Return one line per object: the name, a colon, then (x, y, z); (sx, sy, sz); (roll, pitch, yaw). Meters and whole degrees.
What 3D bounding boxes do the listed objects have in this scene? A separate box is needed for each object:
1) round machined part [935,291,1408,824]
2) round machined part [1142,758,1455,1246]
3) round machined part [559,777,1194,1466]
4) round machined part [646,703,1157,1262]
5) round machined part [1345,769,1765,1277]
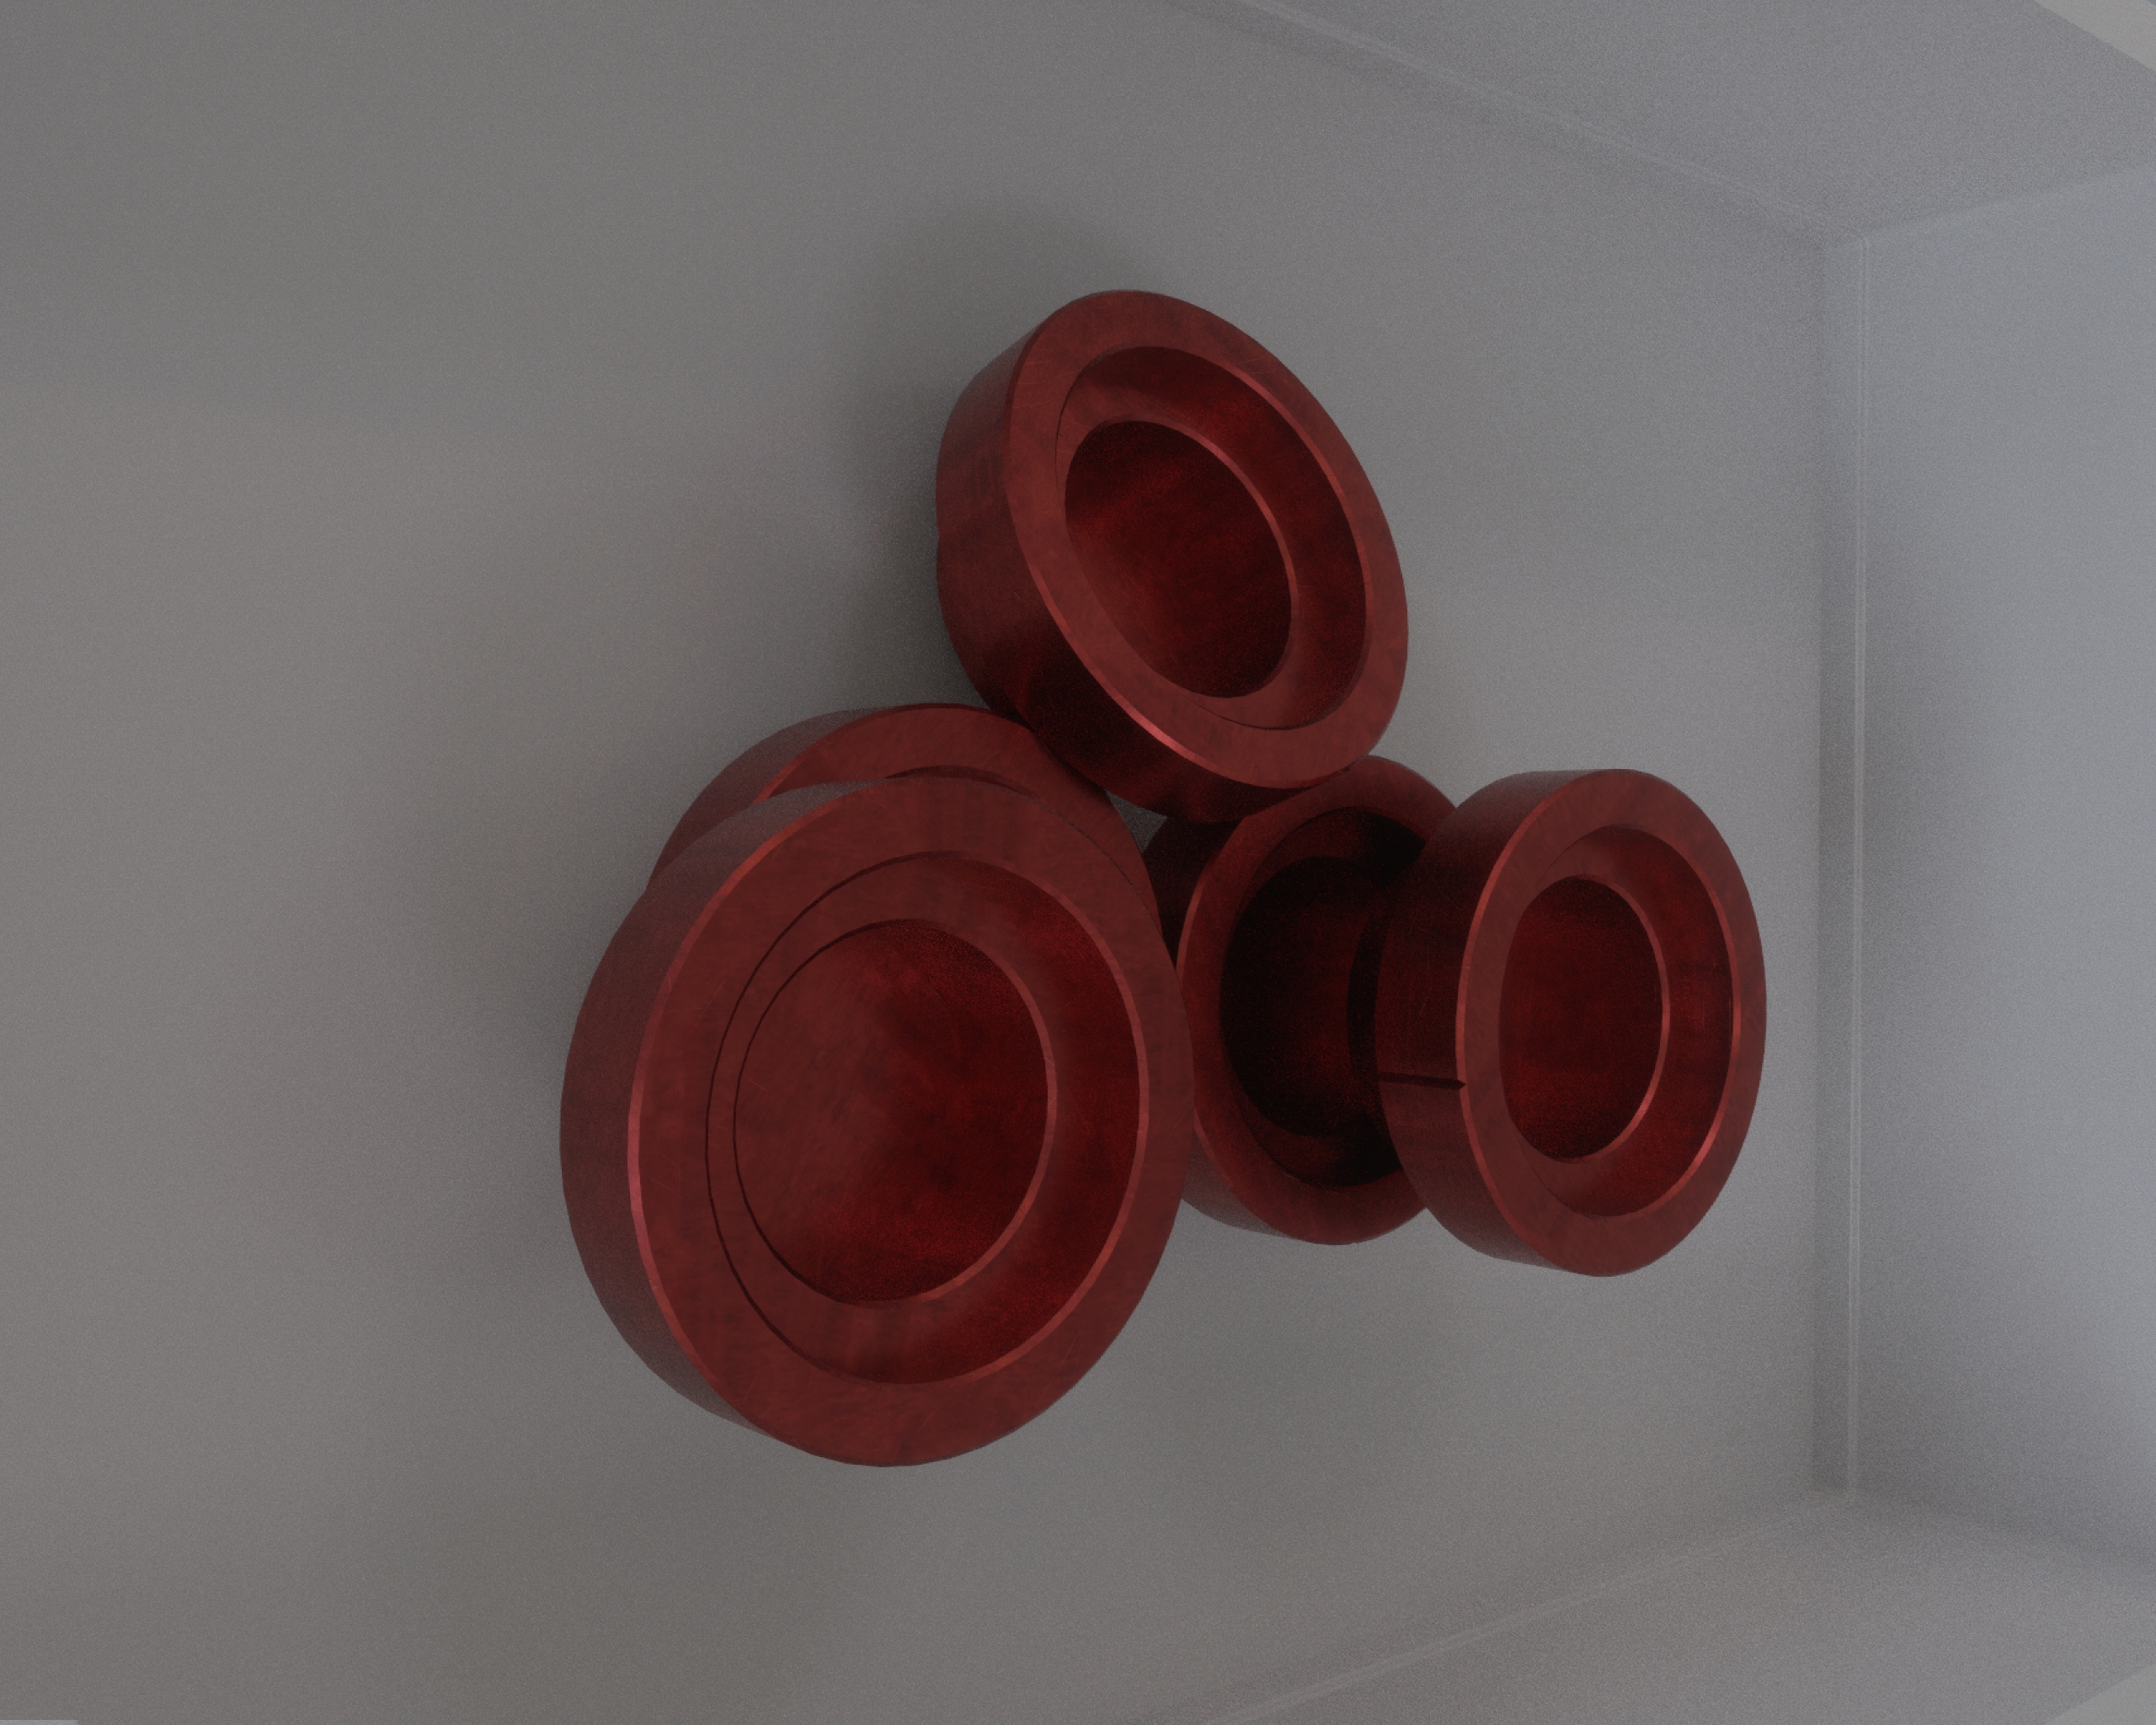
round machined part: (0.013, -0.053, 0.391); (0.099, 0.042, 0.098); (18, 61, -35)
round machined part: (0.042, 0.027, 0.429); (0.099, 0.042, 0.097); (0, 90, -40)
round machined part: (-0.032, 0.036, 0.312); (0.099, 0.042, 0.097); (0, 90, -40)
round machined part: (-0.035, 0.022, 0.364); (0.099, 0.042, 0.097); (0, 90, -40)
round machined part: (0.092, 0.031, 0.416); (0.099, 0.042, 0.097); (0, 90, -40)
